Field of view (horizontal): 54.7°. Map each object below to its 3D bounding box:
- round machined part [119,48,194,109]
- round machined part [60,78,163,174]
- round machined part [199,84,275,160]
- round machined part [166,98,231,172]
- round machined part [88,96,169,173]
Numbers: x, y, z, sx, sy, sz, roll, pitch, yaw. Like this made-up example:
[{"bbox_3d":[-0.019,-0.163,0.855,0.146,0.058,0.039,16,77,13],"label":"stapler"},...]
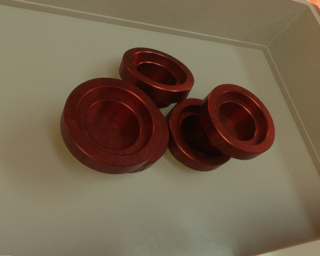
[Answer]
[{"bbox_3d":[-0.007,-0.063,0.415,0.099,0.042,0.098,16,38,-13],"label":"round machined part"},{"bbox_3d":[-0.050,0.001,0.312,0.099,0.042,0.098,14,56,-21],"label":"round machined part"},{"bbox_3d":[0.092,-0.004,0.391,0.099,0.042,0.098,14,56,-21],"label":"round machined part"},{"bbox_3d":[0.048,0.012,0.411,0.099,0.042,0.098,14,56,-21],"label":"round machined part"},{"bbox_3d":[-0.042,0.008,0.365,0.099,0.042,0.098,14,56,-21],"label":"round machined part"}]
